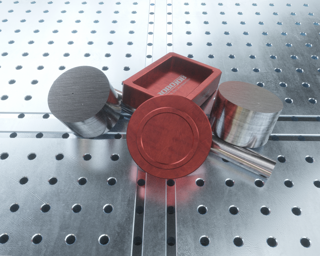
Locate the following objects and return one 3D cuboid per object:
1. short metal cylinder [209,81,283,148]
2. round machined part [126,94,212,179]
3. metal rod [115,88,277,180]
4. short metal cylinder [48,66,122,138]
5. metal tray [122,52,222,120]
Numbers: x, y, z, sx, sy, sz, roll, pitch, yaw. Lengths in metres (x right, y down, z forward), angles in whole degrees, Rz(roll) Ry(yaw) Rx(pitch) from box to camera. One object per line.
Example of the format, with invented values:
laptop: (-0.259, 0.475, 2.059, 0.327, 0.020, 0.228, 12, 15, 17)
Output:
short metal cylinder: (0.106, -0.019, 0.392, 0.081, 0.050, 0.080, 9, 33, -6)
round machined part: (0.010, 0.010, 0.353, 0.099, 0.042, 0.097, 0, 92, 5)
metal rod: (0.005, -0.010, 0.416, 0.301, 0.025, 0.025, 25, 55, 20)
short metal cylinder: (-0.096, -0.033, 0.403, 0.080, 0.050, 0.080, -4, 66, 9)
metal tray: (0.020, -0.060, 0.436, 0.090, 0.030, 0.131, 26, 41, 20)
